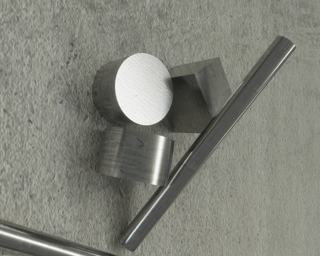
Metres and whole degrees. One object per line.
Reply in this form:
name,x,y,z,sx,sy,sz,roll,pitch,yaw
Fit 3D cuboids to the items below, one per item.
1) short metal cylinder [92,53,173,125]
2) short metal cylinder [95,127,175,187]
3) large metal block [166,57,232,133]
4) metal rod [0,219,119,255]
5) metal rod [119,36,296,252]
short metal cylinder,-0.031,-0.043,0.362,0.081,0.050,0.079,0,90,-40
short metal cylinder,-0.027,0.033,0.347,0.080,0.080,0.050,19,78,-39
large metal block,0.045,-0.040,0.407,0.050,0.080,0.080,-38,113,-34
metal rod,-0.054,0.161,0.359,0.301,0.025,0.025,35,69,-35
metal rod,0.051,0.022,0.362,0.025,0.025,0.299,34,96,-35
